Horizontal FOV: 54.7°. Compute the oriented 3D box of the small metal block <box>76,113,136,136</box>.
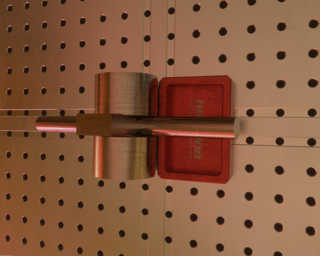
[{"bbox_3d":[-0.063,-0.004,0.371,0.050,0.050,0.025,1,91,28],"label":"small metal block"}]

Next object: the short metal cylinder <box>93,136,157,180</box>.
[{"bbox_3d":[-0.045,0.035,0.399,0.080,0.080,0.050,2,91,20],"label":"short metal cylinder"}]

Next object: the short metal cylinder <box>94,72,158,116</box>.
[{"bbox_3d":[-0.043,-0.040,0.397,0.080,0.080,0.050,1,91,20],"label":"short metal cylinder"}]

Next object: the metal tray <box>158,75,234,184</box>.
[{"bbox_3d":[0.045,0.001,0.394,0.090,0.030,0.129,1,90,19],"label":"metal tray"}]

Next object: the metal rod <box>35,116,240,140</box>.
[{"bbox_3d":[-0.049,-0.003,0.405,0.300,0.025,0.025,1,91,28],"label":"metal rod"}]
